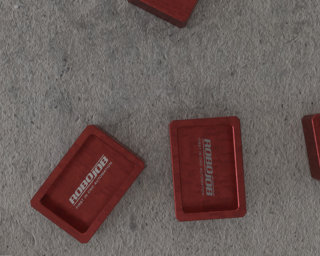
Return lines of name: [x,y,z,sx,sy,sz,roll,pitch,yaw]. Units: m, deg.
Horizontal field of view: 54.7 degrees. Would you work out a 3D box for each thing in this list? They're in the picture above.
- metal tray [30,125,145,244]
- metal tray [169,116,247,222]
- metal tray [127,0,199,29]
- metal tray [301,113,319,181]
metal tray: [-0.092,0.071,0.406,0.090,0.030,0.130,37,90,0]
metal tray: [0.061,0.052,0.407,0.091,0.030,0.129,-4,90,0]
metal tray: [0.022,-0.211,0.407,0.090,0.030,0.130,27,90,0]
metal tray: [0.264,0.017,0.409,0.131,0.030,0.089,-10,90,0]
